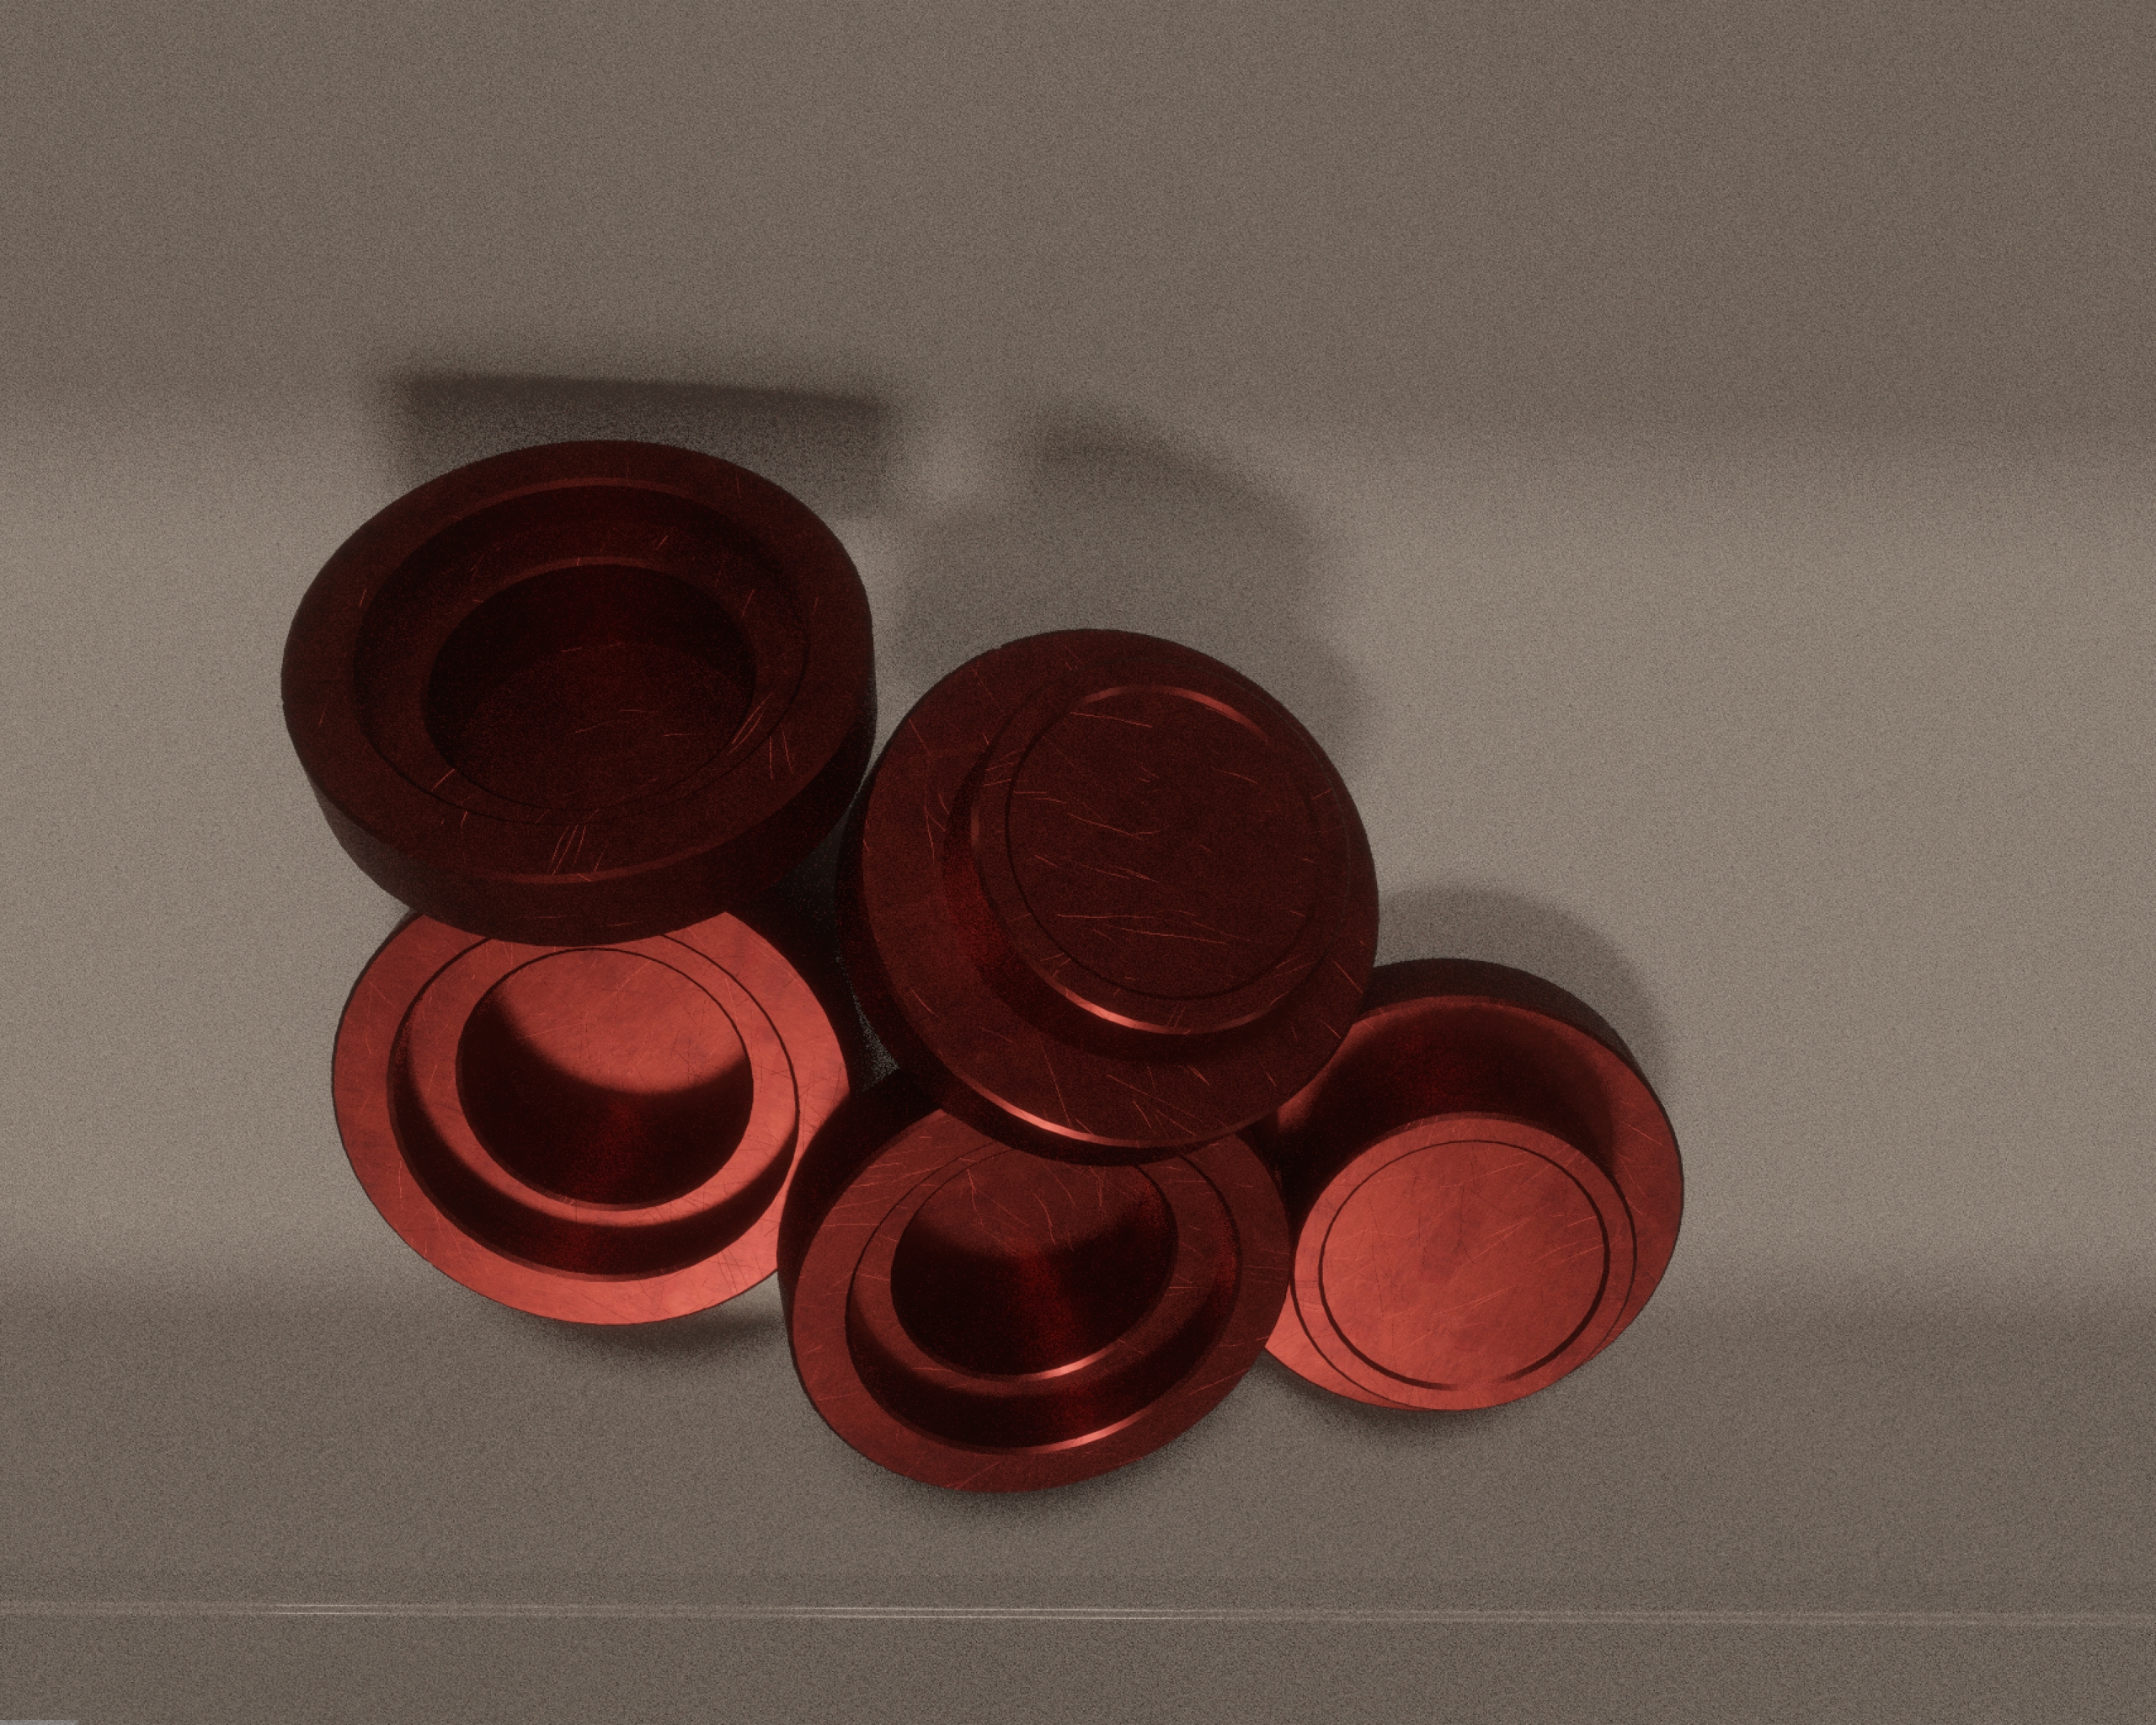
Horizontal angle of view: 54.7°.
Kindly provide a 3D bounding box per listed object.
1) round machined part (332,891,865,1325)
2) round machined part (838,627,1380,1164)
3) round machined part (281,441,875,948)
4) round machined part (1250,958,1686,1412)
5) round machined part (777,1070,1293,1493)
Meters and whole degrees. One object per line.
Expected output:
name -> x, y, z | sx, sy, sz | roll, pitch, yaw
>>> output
round machined part -> -0.091, 0.039, 0.413 | 0.099, 0.042, 0.097 | 0, 110, -1
round machined part -> 0.009, 0.002, 0.372 | 0.099, 0.042, 0.098 | 6, 70, -16
round machined part -> -0.085, -0.026, 0.371 | 0.099, 0.098, 0.042 | 3, 146, -2
round machined part -> 0.076, 0.072, 0.428 | 0.099, 0.042, 0.097 | 0, 110, -1
round machined part -> -0.011, 0.074, 0.415 | 0.099, 0.042, 0.097 | -6, 117, -12
